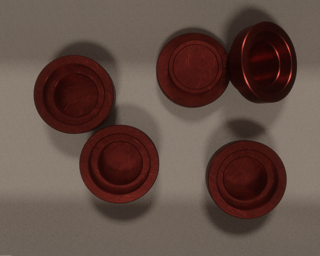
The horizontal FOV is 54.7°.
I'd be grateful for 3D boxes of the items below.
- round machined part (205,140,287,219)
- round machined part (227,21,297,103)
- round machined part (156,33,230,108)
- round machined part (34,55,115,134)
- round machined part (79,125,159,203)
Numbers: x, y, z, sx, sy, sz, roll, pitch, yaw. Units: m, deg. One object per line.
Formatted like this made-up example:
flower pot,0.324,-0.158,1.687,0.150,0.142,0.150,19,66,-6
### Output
round machined part,0.108,0.064,0.404,0.099,0.042,0.097,0,90,-1
round machined part,0.124,-0.080,0.391,0.099,0.042,0.097,0,90,-31
round machined part,0.044,-0.076,0.403,0.099,0.042,0.097,0,90,-1
round machined part,-0.106,-0.042,0.402,0.099,0.042,0.097,0,90,-1
round machined part,-0.050,0.044,0.402,0.099,0.042,0.097,0,90,-1
